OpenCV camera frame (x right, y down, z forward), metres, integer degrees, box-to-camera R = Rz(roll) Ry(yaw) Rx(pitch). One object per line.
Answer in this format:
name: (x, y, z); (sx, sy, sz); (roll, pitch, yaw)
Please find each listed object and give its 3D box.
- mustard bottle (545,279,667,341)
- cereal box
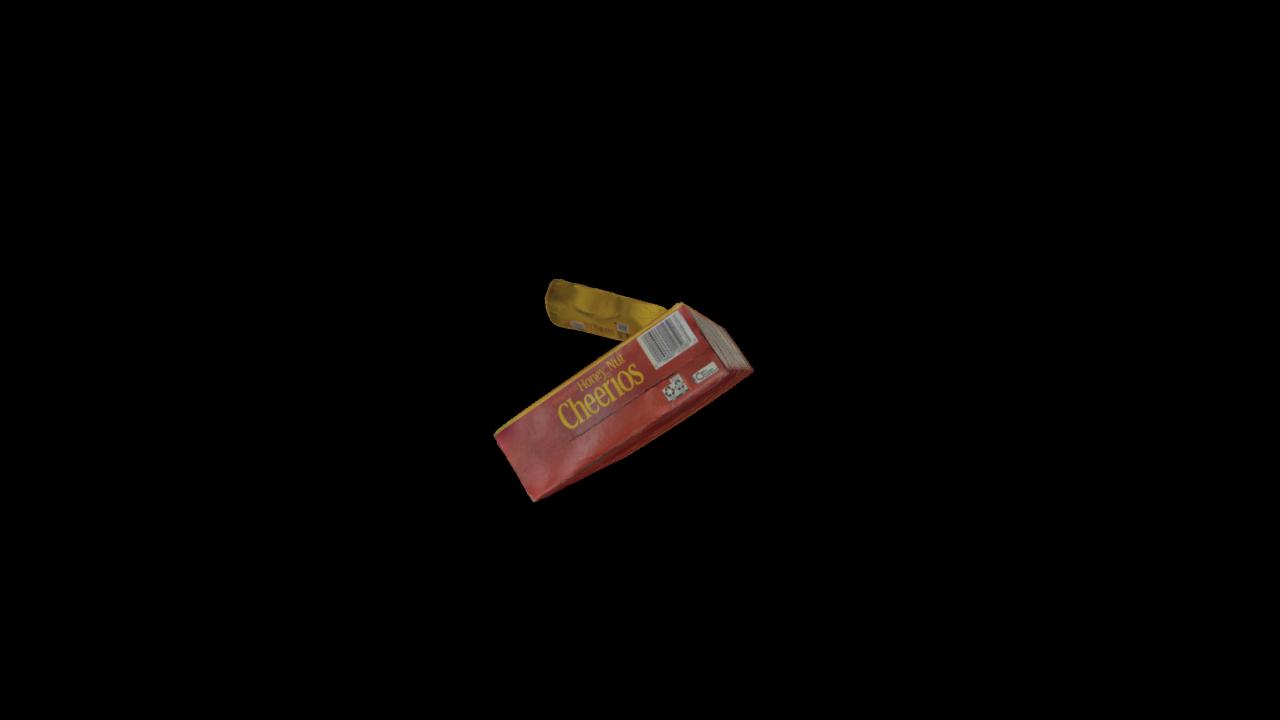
mustard bottle: (-0.019, -0.049, 0.754); (0.184, 0.054, 0.092); (15, -20, 13)
cereal box: (0.008, 0.039, 0.644); (0.203, 0.081, 0.306); (-35, -8, 11)
